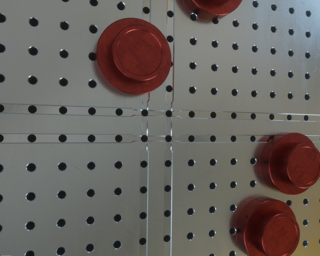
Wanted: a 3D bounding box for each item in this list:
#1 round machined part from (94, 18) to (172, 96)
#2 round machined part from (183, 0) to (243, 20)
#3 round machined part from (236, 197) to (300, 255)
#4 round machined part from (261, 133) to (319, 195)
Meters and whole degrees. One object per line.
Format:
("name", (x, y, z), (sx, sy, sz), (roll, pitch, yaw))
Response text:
("round machined part", (-0.030, -0.091, 0.392), (0.099, 0.042, 0.097), (0, 90, -20))
("round machined part", (0.078, -0.206, 0.432), (0.099, 0.042, 0.097), (0, 90, -20))
("round machined part", (0.168, 0.157, 0.465), (0.099, 0.042, 0.097), (0, 90, -20))
("round machined part", (0.210, 0.056, 0.480), (0.099, 0.042, 0.097), (0, 90, -20))
